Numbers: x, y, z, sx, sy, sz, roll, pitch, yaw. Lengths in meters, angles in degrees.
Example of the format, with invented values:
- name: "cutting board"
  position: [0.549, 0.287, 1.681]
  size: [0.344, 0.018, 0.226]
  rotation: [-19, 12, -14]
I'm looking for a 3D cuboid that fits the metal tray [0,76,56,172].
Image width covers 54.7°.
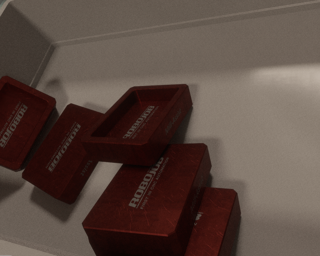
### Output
- name: "metal tray"
  position: [-0.236, -0.007, 0.491]
  size: [0.030, 0.090, 0.130]
  rotation: [-34, 32, 65]

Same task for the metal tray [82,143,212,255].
- name: "metal tray"
  position: [-0.006, 0.064, 0.314]
  size: [0.090, 0.030, 0.130]
  rotation: [-3, 30, 24]

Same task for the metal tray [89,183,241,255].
- name: "metal tray"
  position: [0.006, 0.098, 0.311]
  size: [0.130, 0.030, 0.090]
  rotation: [-1, 31, 27]

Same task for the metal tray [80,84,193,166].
- name: "metal tray"
  position: [-0.024, -0.009, 0.383]
  size: [0.090, 0.030, 0.131]
  rotation: [2, 36, 28]

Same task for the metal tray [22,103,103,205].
- name: "metal tray"
  position: [-0.130, 0.033, 0.448]
  size: [0.090, 0.030, 0.130]
  rotation: [17, 70, 34]
